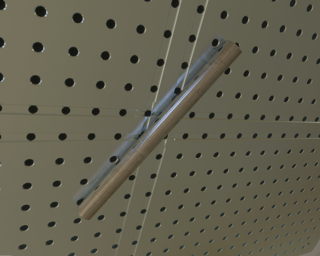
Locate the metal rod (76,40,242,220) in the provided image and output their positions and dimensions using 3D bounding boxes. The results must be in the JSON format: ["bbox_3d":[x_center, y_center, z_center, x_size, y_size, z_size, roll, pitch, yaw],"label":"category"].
[{"bbox_3d":[-0.005,0.006,0.411,0.300,0.025,0.025,-48,129,5],"label":"metal rod"}]
